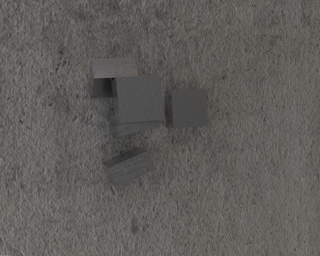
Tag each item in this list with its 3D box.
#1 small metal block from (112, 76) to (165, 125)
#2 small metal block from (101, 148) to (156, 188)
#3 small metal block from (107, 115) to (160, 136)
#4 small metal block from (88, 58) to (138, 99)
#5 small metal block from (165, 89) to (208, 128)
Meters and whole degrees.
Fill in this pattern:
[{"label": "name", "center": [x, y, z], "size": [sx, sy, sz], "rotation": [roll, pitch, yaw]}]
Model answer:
[{"label": "small metal block", "center": [-0.025, -0.031, 0.348], "size": [0.050, 0.025, 0.050], "rotation": [-5, 86, -20]}, {"label": "small metal block", "center": [-0.040, 0.047, 0.381], "size": [0.050, 0.050, 0.025], "rotation": [-23, 98, -19]}, {"label": "small metal block", "center": [-0.034, -0.008, 0.383], "size": [0.050, 0.050, 0.025], "rotation": [-12, 95, -20]}, {"label": "small metal block", "center": [-0.058, -0.059, 0.371], "size": [0.050, 0.050, 0.025], "rotation": [-6, 71, -20]}, {"label": "small metal block", "center": [0.035, -0.026, 0.422], "size": [0.050, 0.025, 0.050], "rotation": [-3, 91, -20]}]
